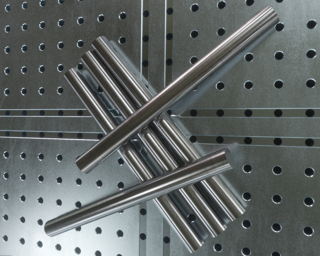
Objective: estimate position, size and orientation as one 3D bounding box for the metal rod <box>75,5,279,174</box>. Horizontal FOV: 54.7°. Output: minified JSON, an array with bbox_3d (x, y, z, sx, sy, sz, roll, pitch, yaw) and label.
[{"bbox_3d":[0.016,-0.042,0.385,0.300,0.025,0.025,-38,78,7],"label":"metal rod"}]

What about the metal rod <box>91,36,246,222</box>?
[{"bbox_3d":[0.004,-0.007,0.410,0.025,0.025,0.300,-42,77,15],"label":"metal rod"}]

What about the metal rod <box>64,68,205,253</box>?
[{"bbox_3d":[-0.041,0.036,0.426,0.025,0.025,0.299,-41,78,15],"label":"metal rod"}]

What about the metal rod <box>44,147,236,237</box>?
[{"bbox_3d":[-0.044,0.093,0.405,0.300,0.025,0.025,-26,82,26],"label":"metal rod"}]

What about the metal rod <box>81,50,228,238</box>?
[{"bbox_3d":[-0.014,0.013,0.417,0.025,0.025,0.299,-41,78,15],"label":"metal rod"}]
